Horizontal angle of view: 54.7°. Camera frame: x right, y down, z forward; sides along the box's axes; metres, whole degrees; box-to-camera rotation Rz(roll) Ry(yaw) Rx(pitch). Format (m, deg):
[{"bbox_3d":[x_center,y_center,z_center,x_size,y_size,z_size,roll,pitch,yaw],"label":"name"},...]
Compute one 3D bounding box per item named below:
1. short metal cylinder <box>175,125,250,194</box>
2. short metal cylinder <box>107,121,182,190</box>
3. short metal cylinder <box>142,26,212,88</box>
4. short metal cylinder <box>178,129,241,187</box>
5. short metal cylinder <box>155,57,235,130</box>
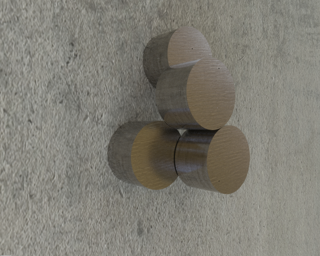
[{"bbox_3d":[0.065,0.037,0.378,0.081,0.050,0.080,0,90,-40],"label":"short metal cylinder"},{"bbox_3d":[-0.016,0.031,0.376,0.081,0.050,0.080,0,90,-40],"label":"short metal cylinder"},{"bbox_3d":[0.024,-0.088,0.410,0.081,0.050,0.080,0,90,-40],"label":"short metal cylinder"},{"bbox_3d":[0.073,0.042,0.450,0.081,0.050,0.080,0,90,-40],"label":"short metal cylinder"},{"bbox_3d":[0.042,-0.038,0.359,0.081,0.050,0.080,0,90,-40],"label":"short metal cylinder"}]
